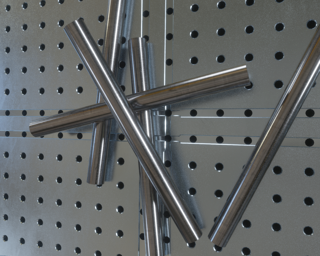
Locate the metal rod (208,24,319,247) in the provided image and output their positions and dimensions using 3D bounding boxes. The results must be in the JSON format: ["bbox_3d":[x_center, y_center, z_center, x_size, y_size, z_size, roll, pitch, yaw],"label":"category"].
[{"bbox_3d":[0.134,0.007,0.365,0.025,0.025,0.298,28,99,17],"label":"metal rod"}]

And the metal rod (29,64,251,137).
[{"bbox_3d":[-0.040,-0.030,0.397,0.301,0.025,0.025,-13,86,18],"label":"metal rod"}]

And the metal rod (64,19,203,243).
[{"bbox_3d":[-0.028,0.010,0.378,0.025,0.025,0.299,-27,98,18],"label":"metal rod"}]

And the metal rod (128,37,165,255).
[{"bbox_3d":[-0.018,0.029,0.418,0.025,0.025,0.298,-6,88,19],"label":"metal rod"}]

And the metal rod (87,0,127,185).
[{"bbox_3d":[-0.073,-0.070,0.437,0.025,0.025,0.298,8,93,19],"label":"metal rod"}]
